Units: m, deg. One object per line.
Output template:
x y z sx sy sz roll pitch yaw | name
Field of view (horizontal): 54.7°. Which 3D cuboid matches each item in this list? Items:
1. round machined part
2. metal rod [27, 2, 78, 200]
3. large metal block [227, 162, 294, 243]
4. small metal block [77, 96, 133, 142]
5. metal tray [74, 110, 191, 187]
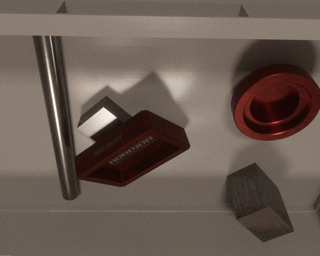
0.134 -0.034 0.371 0.099 0.042 0.097 -1 130 0 | round machined part
-0.130 -0.007 0.401 0.025 0.025 0.298 4 130 -4 | metal rod
0.151 0.114 0.472 0.050 0.080 0.080 -32 124 24 | large metal block
-0.070 -0.006 0.403 0.050 0.025 0.050 -34 123 25 | small metal block
-0.037 0.033 0.411 0.130 0.030 0.090 -33 147 24 | metal tray
